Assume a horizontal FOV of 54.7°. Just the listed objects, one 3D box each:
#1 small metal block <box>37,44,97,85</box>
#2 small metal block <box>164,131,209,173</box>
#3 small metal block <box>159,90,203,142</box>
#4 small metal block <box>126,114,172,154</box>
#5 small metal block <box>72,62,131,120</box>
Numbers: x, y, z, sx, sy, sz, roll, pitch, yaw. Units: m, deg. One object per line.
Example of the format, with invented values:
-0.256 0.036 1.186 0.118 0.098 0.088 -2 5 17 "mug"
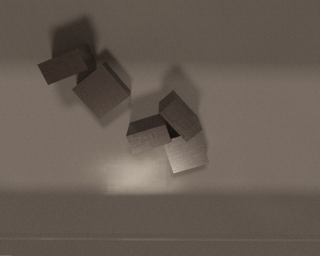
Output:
-0.108 -0.077 0.368 0.050 0.050 0.025 -20 109 7 "small metal block"
0.035 0.028 0.422 0.050 0.025 0.050 -17 110 5 "small metal block"
0.025 -0.016 0.392 0.025 0.050 0.050 -40 106 13 "small metal block"
-0.014 0.005 0.400 0.050 0.050 0.025 -17 109 6 "small metal block"
-0.073 -0.048 0.393 0.050 0.025 0.050 -36 107 12 "small metal block"
